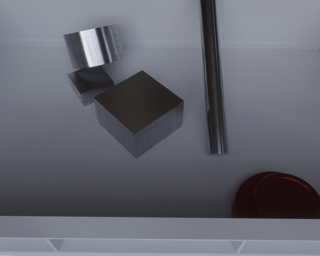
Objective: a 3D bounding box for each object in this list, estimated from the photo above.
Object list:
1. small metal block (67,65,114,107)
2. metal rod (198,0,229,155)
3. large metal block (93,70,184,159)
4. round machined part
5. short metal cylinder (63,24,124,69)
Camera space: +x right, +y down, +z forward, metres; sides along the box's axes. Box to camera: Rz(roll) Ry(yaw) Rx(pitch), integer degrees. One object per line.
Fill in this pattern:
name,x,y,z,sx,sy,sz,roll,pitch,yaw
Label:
small metal block,-0.101,-0.065,0.458,0.050,0.025,0.050,-25,55,-20
metal rod,0.068,-0.113,0.414,0.025,0.025,0.299,-2,77,-2
large metal block,-0.027,-0.020,0.405,0.080,0.050,0.080,-35,59,-26
round machined part,0.128,0.086,0.323,0.099,0.042,0.098,0,50,0
short metal cylinder,-0.100,-0.124,0.469,0.080,0.050,0.080,-10,20,4
